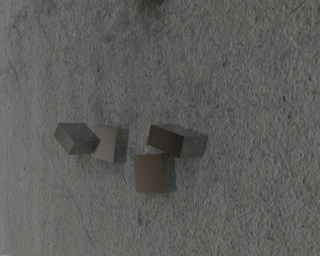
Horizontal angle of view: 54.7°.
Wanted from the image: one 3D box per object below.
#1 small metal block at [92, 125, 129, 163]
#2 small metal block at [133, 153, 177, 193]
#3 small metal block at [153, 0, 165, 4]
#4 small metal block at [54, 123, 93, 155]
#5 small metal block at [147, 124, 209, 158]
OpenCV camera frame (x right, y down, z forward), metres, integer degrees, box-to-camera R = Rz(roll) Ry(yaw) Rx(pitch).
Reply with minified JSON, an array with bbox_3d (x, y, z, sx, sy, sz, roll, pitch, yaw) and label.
[{"bbox_3d":[-0.075,0.023,0.467,0.050,0.025,0.050,10,96,39],"label":"small metal block"},{"bbox_3d":[-0.007,0.059,0.411,0.050,0.025,0.050,-8,85,39],"label":"small metal block"},{"bbox_3d":[-0.019,-0.194,0.404,0.025,0.050,0.050,-48,62,29],"label":"small metal block"},{"bbox_3d":[-0.133,0.016,0.499,0.050,0.050,0.025,43,116,31],"label":"small metal block"},{"bbox_3d":[0.022,0.014,0.371,0.050,0.050,0.025,21,103,38],"label":"small metal block"}]
